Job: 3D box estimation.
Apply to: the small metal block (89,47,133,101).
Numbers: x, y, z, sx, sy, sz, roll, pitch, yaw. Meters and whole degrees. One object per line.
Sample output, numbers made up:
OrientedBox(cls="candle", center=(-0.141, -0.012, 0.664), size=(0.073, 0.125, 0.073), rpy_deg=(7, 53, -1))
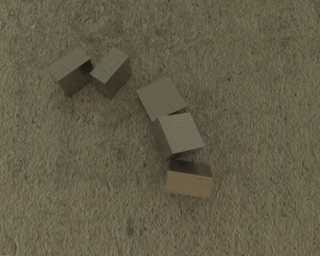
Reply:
OrientedBox(cls="small metal block", center=(-0.065, -0.073, 0.421), size=(0.025, 0.050, 0.050), rpy_deg=(34, 74, 11))

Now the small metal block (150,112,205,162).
OrientedBox(cls="small metal block", center=(0.022, 0.011, 0.394), size=(0.050, 0.025, 0.050), rpy_deg=(-10, 68, -32))

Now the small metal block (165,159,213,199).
OrientedBox(cls="small metal block", center=(0.034, 0.059, 0.370), size=(0.050, 0.050, 0.025), rpy_deg=(9, 100, 3))

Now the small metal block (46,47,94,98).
OrientedBox(cls="small metal block", center=(-0.118, -0.074, 0.421), size=(0.050, 0.050, 0.025), rpy_deg=(-39, 75, -13))

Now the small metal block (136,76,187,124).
OrientedBox(cls="small metal block", center=(0.002, -0.035, 0.421), size=(0.050, 0.025, 0.050), rpy_deg=(-25, 72, -9))
